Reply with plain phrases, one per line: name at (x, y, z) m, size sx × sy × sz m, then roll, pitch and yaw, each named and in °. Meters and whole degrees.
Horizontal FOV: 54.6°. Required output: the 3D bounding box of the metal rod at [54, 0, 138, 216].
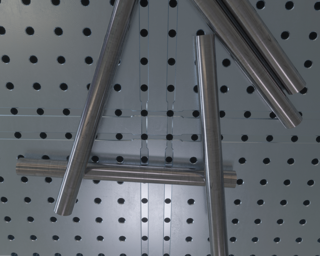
metal rod at (-0.082, -0.025, 0.386) m, size 0.025 × 0.025 × 0.298 m, roll 18°, pitch 103°, yaw -7°

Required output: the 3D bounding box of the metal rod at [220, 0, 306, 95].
metal rod at (0.077, -0.158, 0.355) m, size 0.025 × 0.025 × 0.300 m, roll -39°, pitch 106°, yaw 13°

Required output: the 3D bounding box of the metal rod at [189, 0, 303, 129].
metal rod at (0.080, -0.114, 0.371) m, size 0.025 × 0.025 × 0.300 m, roll -39°, pitch 106°, yaw 13°

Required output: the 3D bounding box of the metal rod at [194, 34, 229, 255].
metal rod at (0.069, 0.034, 0.405) m, size 0.025 × 0.025 × 0.298 m, roll -6°, pitch 102°, yaw 2°

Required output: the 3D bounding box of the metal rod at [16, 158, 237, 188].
metal rod at (-0.045, 0.063, 0.436) m, size 0.302 × 0.025 × 0.025 m, roll 4°, pitch 110°, yaw -2°
